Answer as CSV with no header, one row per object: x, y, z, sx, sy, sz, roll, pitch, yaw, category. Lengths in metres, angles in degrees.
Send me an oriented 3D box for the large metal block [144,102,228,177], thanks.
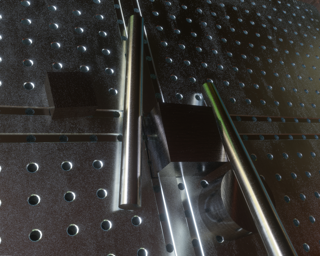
0.030,0.016,0.400,0.081,0.050,0.080,3,60,-27,large metal block

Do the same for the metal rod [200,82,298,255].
0.096,0.036,0.379,0.025,0.025,0.300,14,37,-21,metal rod

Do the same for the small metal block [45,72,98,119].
-0.108,-0.040,0.375,0.050,0.025,0.050,-6,65,-31,small metal block

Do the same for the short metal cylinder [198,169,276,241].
0.096,0.095,0.388,0.081,0.050,0.080,14,56,-21,short metal cylinder

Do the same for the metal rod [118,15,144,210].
-0.035,-0.042,0.415,0.025,0.025,0.299,13,56,-22,metal rod
